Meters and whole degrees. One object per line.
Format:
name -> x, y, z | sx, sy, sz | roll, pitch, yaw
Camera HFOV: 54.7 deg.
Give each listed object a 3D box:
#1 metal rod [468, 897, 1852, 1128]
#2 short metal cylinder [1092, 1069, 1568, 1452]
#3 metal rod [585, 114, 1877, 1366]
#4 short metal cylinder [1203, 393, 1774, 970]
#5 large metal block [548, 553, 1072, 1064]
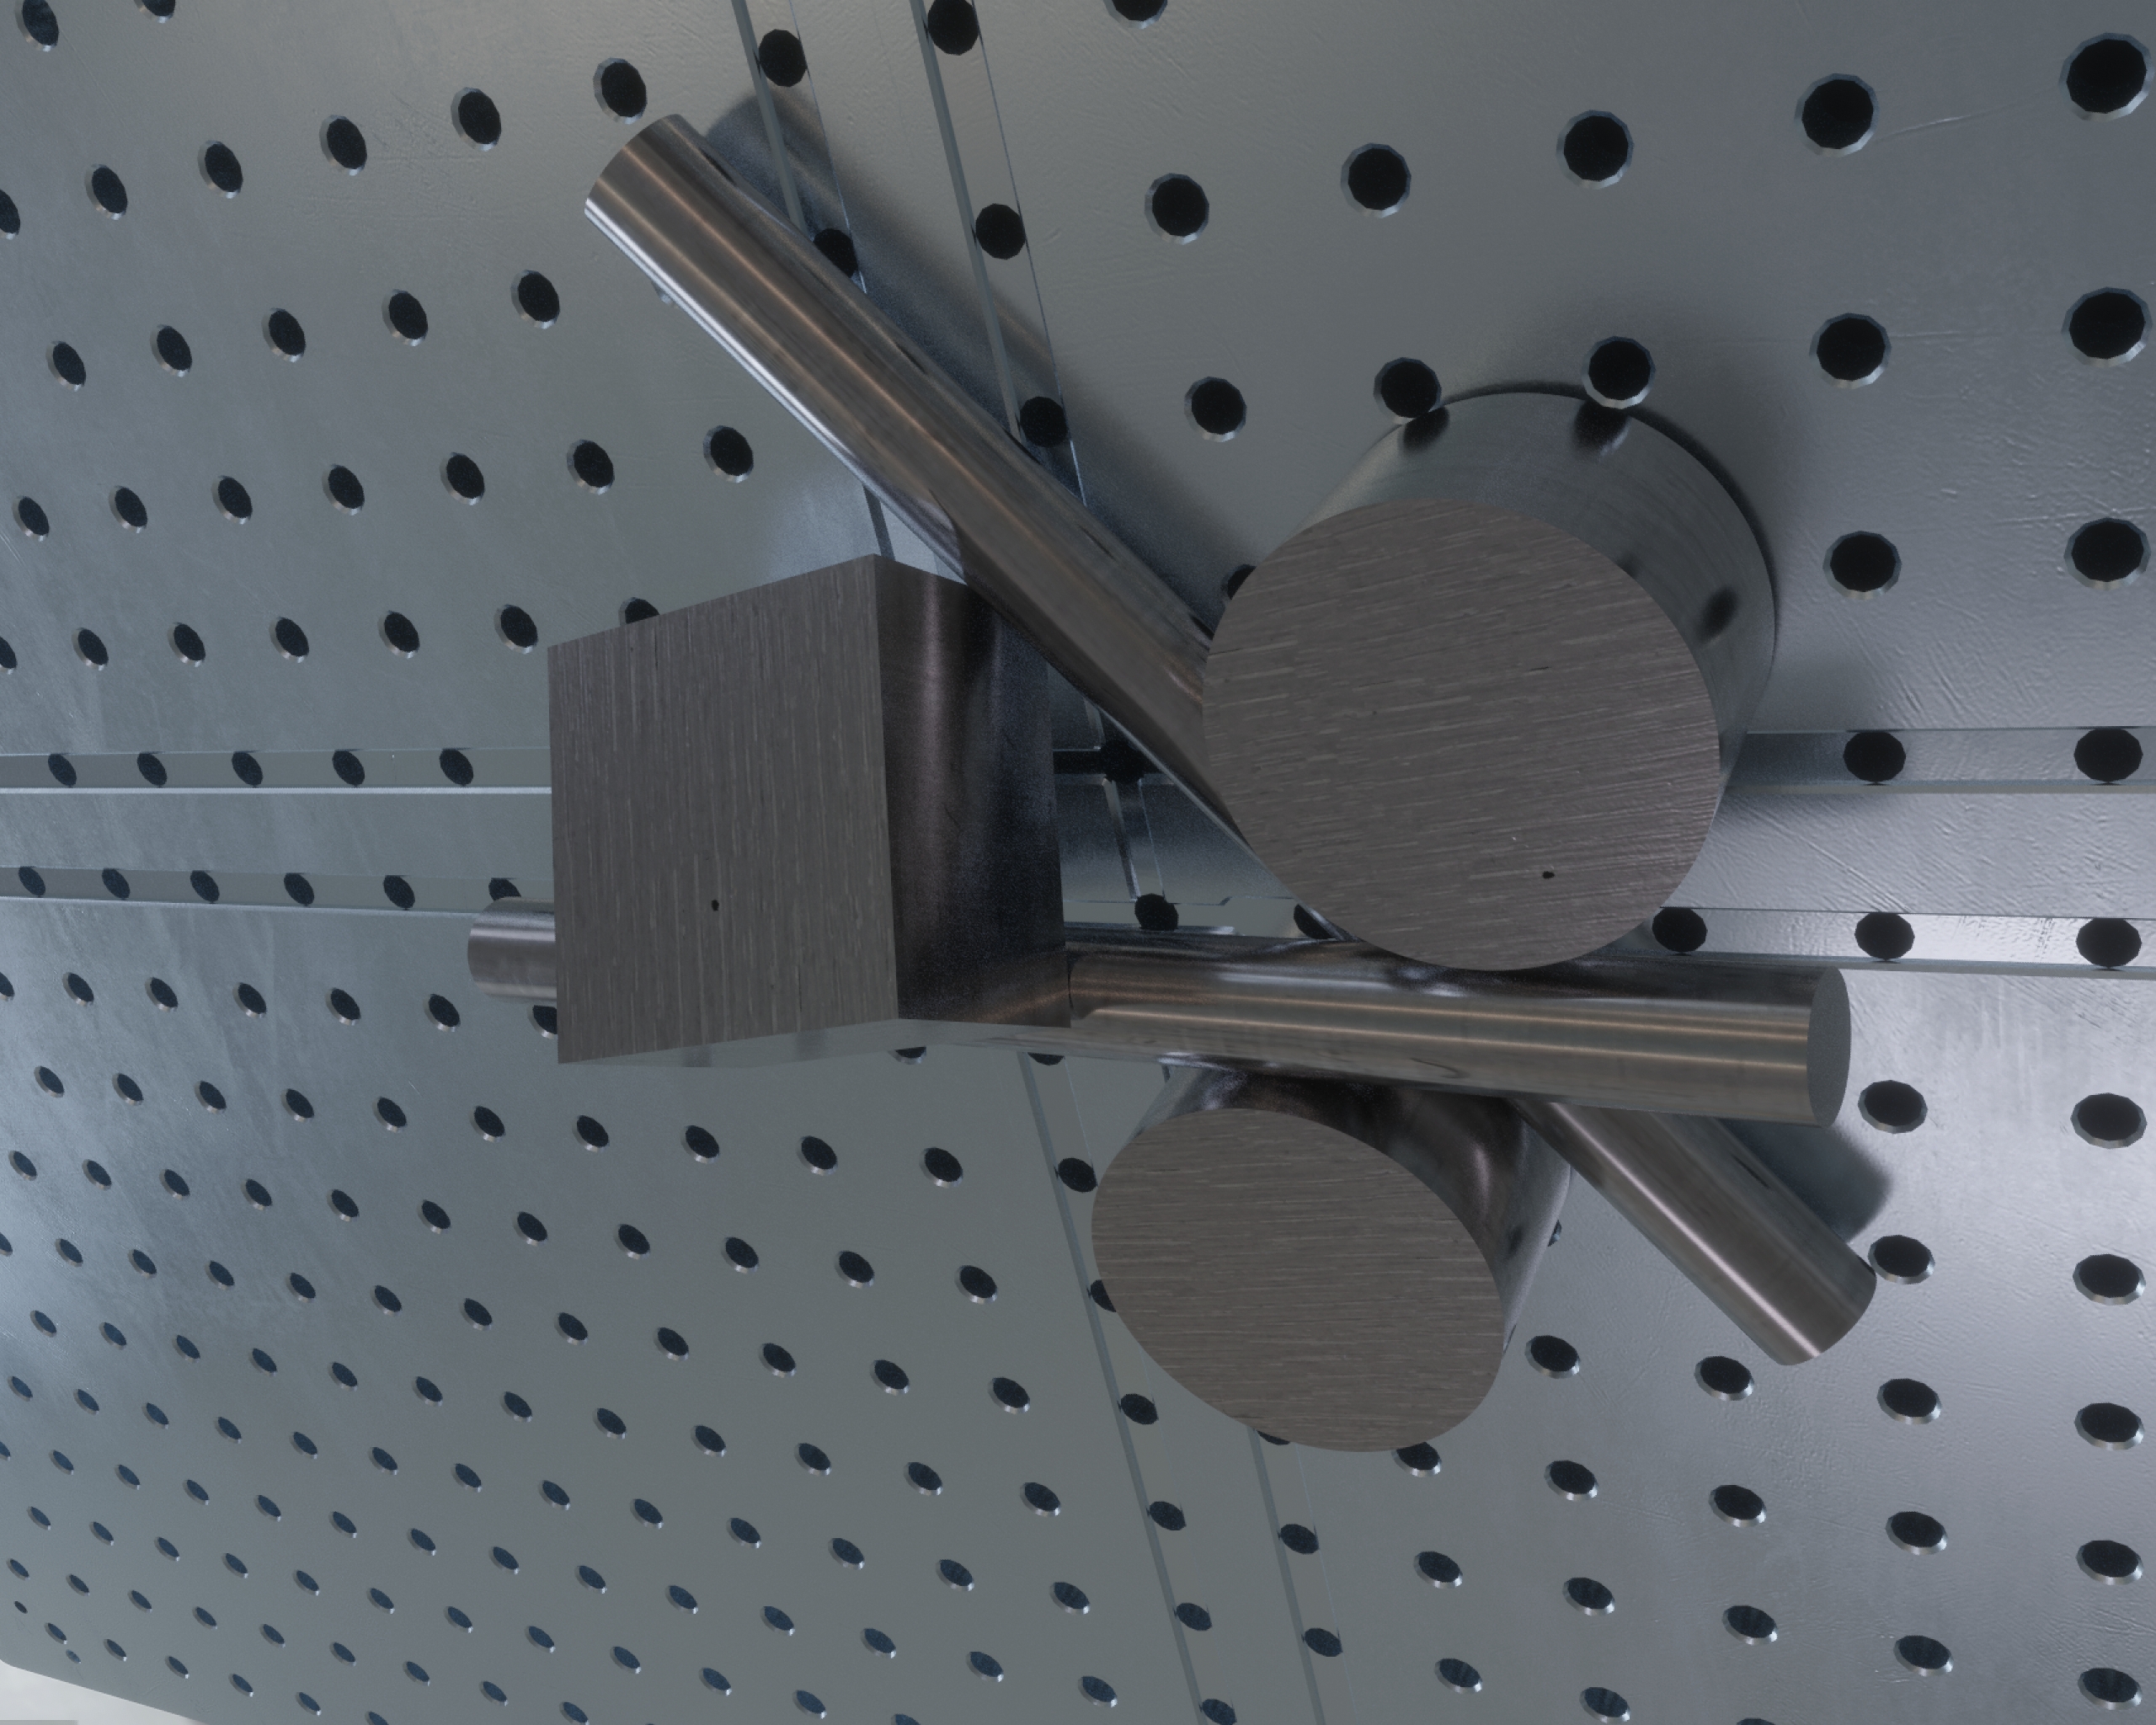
metal rod -> -0.009, 0.024, 0.404 | 0.300, 0.025, 0.025 | 2, 120, 34
short metal cylinder -> 0.050, 0.067, 0.405 | 0.080, 0.050, 0.079 | 13, 124, 21
metal rod -> 0.030, -0.020, 0.379 | 0.300, 0.025, 0.025 | 44, 129, -3
short metal cylinder -> 0.067, -0.030, 0.337 | 0.080, 0.050, 0.079 | 13, 124, 21
large metal block -> -0.051, -0.005, 0.391 | 0.080, 0.050, 0.080 | -10, 79, 33
